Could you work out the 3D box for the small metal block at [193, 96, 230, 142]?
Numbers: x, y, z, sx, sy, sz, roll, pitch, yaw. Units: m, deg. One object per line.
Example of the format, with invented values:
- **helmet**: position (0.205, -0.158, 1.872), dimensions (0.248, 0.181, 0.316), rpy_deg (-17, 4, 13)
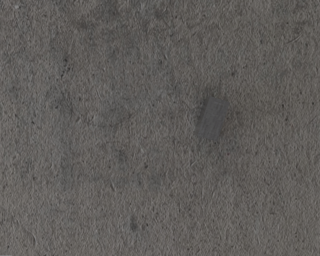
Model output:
- **small metal block**: position (0.065, -0.011, 0.398), dimensions (0.025, 0.050, 0.050), rpy_deg (18, 90, 0)
